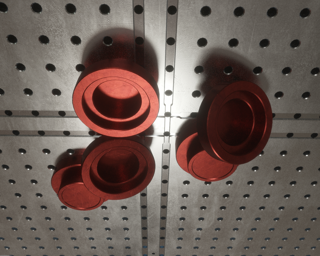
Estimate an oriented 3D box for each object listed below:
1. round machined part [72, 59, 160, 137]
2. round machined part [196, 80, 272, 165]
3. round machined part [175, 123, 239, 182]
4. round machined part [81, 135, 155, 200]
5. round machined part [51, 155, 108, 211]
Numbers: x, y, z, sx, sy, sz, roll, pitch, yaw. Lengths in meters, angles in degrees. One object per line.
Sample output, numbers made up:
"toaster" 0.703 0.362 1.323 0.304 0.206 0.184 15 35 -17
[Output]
"round machined part" -0.050 -0.039 0.367 0.099 0.042 0.097 -1 130 0
"round machined part" 0.084 -0.008 0.373 0.099 0.042 0.097 -4 97 -28
"round machined part" 0.071 0.038 0.434 0.099 0.042 0.097 -1 130 0
"round machined part" -0.059 0.048 0.428 0.099 0.042 0.097 -6 118 -12
"round machined part" -0.117 0.090 0.476 0.099 0.042 0.097 -1 130 0
